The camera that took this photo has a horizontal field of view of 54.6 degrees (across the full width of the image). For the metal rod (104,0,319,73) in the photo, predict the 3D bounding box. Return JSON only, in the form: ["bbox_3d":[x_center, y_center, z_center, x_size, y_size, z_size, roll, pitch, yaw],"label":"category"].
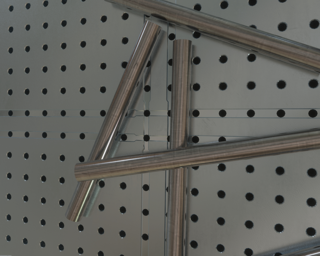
[{"bbox_3d":[0.056,-0.132,0.393,0.300,0.025,0.025,25,98,18],"label":"metal rod"}]

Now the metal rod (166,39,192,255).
[{"bbox_3d":[0.024,0.037,0.404,0.025,0.025,0.298,2,91,20],"label":"metal rod"}]

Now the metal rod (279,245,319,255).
[{"bbox_3d":[0.085,0.188,0.382,0.300,0.025,0.025,-24,82,18],"label":"metal rod"}]

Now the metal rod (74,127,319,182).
[{"bbox_3d":[0.041,0.034,0.374,0.301,0.025,0.025,-9,87,10],"label":"metal rod"}]

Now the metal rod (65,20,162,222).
[{"bbox_3d":[-0.068,-0.004,0.437,0.025,0.025,0.299,27,99,18],"label":"metal rod"}]
